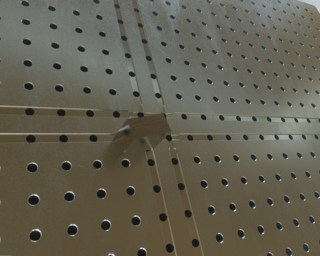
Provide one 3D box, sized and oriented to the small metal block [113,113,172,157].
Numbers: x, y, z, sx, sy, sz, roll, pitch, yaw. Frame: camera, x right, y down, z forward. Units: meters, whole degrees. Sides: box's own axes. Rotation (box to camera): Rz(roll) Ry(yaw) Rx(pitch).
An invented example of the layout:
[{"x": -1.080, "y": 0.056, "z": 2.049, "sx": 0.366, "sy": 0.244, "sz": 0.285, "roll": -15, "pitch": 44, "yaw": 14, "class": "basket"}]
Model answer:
[{"x": -0.022, "y": 0.009, "z": 0.376, "sx": 0.050, "sy": 0.050, "sz": 0.025, "roll": -11, "pitch": 68, "yaw": -33, "class": "small metal block"}]
